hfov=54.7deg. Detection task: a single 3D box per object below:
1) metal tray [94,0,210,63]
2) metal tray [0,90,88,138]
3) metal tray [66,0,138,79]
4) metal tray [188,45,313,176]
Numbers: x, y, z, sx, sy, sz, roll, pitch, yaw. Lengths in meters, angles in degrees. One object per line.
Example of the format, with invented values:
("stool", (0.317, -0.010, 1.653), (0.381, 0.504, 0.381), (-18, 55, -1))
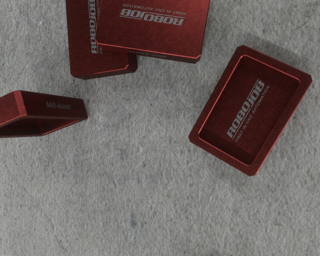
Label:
("metal tray", (-0.008, -0.136, 0.388), (0.131, 0.030, 0.089), (9, 89, 4))
("metal tray", (-0.170, -0.015, 0.412), (0.090, 0.130, 0.030), (-19, 84, 19))
("metal tray", (-0.083, -0.139, 0.434), (0.090, 0.030, 0.129), (-5, 88, 19))
("metal tray", (0.104, -0.020, 0.369), (0.090, 0.030, 0.129), (31, 100, 17))
